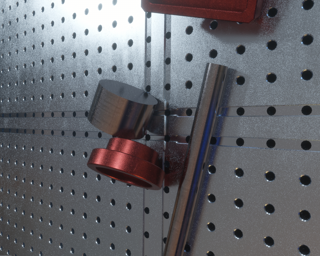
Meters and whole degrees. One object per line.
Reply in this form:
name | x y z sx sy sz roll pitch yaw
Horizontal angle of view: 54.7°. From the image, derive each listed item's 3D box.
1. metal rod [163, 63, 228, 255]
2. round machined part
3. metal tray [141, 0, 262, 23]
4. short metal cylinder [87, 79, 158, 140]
metal rod | 0.035 0.072 0.378 0.025 0.025 0.298 19 102 38
round machined part | -0.040 0.044 0.400 0.098 0.098 0.042 2 66 39
metal tray | 0.044 -0.165 0.327 0.130 0.030 0.089 15 120 22
short metal cylinder | -0.050 -0.026 0.412 0.080 0.081 0.050 35 111 34
